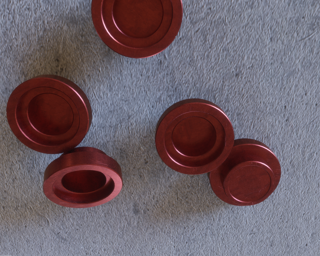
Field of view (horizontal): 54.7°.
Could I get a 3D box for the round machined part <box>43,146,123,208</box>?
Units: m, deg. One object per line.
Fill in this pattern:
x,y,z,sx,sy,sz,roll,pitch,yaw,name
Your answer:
-0.100,0.062,0.409,0.099,0.042,0.097,-8,137,-7,round machined part

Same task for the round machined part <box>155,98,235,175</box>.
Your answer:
0.043,0.008,0.404,0.099,0.042,0.097,0,110,0,round machined part

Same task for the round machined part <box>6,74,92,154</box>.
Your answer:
-0.135,-0.020,0.392,0.099,0.042,0.097,0,110,0,round machined part

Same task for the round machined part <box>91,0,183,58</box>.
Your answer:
-0.024,-0.131,0.352,0.099,0.042,0.097,0,110,0,round machined part

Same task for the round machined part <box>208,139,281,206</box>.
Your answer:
0.118,0.067,0.426,0.099,0.042,0.097,0,110,0,round machined part
